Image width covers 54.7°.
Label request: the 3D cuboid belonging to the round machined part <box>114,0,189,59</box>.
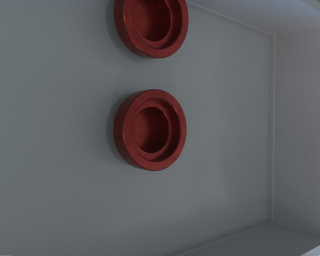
[{"bbox_3d":[-0.015,-0.135,0.379,0.099,0.042,0.097,-9,103,-39],"label":"round machined part"}]

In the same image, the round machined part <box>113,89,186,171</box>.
[{"bbox_3d":[-0.016,0.002,0.384,0.099,0.042,0.097,0,90,-40],"label":"round machined part"}]
